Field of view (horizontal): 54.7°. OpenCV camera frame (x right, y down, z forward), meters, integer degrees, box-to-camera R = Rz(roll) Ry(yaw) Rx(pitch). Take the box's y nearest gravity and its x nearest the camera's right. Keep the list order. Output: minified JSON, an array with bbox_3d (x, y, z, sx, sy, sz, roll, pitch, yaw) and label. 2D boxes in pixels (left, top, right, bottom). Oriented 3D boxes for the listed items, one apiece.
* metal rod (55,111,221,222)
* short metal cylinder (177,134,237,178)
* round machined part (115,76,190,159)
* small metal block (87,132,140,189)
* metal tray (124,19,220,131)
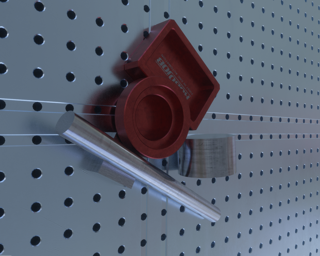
[{"bbox_3d":[-0.001,0.065,0.384,0.301,0.025,0.025,39,66,-43],"label":"metal rod"},{"bbox_3d":[0.064,0.036,0.428,0.081,0.080,0.050,-5,94,-40],"label":"short metal cylinder"},{"bbox_3d":[-0.013,-0.012,0.379,0.099,0.042,0.097,0,90,-38],"label":"round machined part"},{"bbox_3d":[-0.050,0.039,0.369,0.050,0.025,0.050,35,68,-35],"label":"small metal block"},{"bbox_3d":[0.023,-0.069,0.426,0.130,0.030,0.090,47,61,-30],"label":"metal tray"}]
